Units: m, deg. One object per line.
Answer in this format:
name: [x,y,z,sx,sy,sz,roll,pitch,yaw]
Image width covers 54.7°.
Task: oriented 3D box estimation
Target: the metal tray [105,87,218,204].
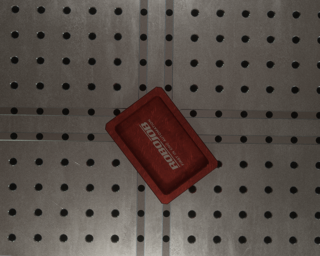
metal tray: [0.002,0.022,0.410,0.090,0.030,0.130,-37,90,-1]
